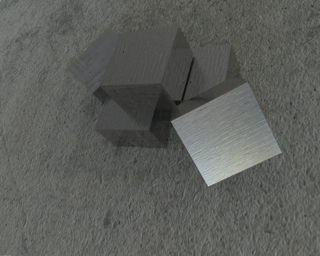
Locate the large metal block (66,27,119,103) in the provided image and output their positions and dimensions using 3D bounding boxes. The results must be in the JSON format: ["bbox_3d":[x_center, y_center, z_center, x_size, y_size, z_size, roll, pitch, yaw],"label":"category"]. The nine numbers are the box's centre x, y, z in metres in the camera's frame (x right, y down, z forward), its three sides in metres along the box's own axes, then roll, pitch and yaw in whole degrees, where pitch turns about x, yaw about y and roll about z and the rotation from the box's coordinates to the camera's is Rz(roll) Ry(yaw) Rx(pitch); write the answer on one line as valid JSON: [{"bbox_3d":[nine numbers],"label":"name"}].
[{"bbox_3d":[-0.078,-0.086,0.453,0.050,0.080,0.080,44,86,6],"label":"large metal block"}]

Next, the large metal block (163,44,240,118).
[{"bbox_3d":[0.052,-0.056,0.396,0.080,0.050,0.080,0,62,28],"label":"large metal block"}]

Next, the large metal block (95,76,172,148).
[{"bbox_3d":[-0.029,-0.021,0.413,0.080,0.050,0.080,0,62,28],"label":"large metal block"}]

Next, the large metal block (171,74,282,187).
[{"bbox_3d":[0.066,0.001,0.325,0.080,0.080,0.050,-27,15,10],"label":"large metal block"}]

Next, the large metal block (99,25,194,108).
[{"bbox_3d":[-0.014,-0.070,0.371,0.080,0.050,0.080,2,63,29],"label":"large metal block"}]
